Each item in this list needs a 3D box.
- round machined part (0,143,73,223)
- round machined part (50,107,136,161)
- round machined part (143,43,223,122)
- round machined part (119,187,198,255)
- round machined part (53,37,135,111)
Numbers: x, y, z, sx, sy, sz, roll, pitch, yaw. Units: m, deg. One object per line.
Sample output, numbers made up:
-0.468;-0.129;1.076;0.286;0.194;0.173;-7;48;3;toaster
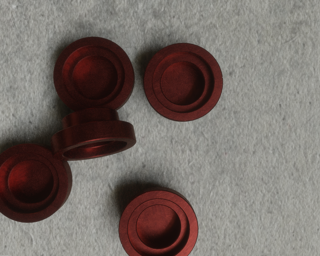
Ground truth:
-0.162;0.067;0.399;0.099;0.042;0.097;0;90;-1;round machined part
-0.081;0.007;0.374;0.099;0.098;0.042;-13;76;0;round machined part
0.029;-0.057;0.402;0.099;0.042;0.097;0;90;-1;round machined part
-0.002;0.125;0.402;0.099;0.042;0.097;0;90;-1;round machined part
-0.082;-0.064;0.400;0.099;0.042;0.097;0;90;-1;round machined part
